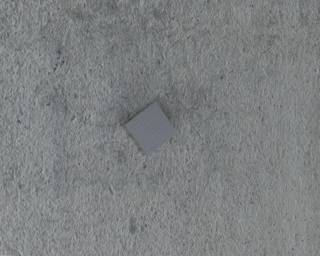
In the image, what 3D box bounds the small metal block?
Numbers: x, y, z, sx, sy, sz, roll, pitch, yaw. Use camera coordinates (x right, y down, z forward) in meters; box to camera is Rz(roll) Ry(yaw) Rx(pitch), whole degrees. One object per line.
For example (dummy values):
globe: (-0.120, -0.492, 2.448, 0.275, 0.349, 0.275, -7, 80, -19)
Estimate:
small metal block: (-0.015, 0.001, 0.406, 0.050, 0.025, 0.050, -39, 103, -16)
